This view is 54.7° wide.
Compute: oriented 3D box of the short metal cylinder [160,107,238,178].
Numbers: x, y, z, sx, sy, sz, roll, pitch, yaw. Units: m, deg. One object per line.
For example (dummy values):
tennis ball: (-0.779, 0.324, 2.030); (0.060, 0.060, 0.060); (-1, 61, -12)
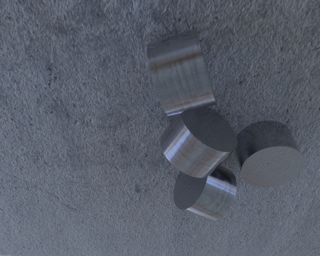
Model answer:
short metal cylinder: (0.048, 0.014, 0.383); (0.080, 0.080, 0.050); (22, 127, -18)

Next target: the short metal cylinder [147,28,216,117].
short metal cylinder: (0.024, -0.057, 0.323); (0.050, 0.080, 0.080); (-15, 129, 12)

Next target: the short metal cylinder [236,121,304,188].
short metal cylinder: (0.147, 0.036, 0.423); (0.081, 0.050, 0.079); (0, 130, 0)

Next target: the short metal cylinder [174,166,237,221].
short metal cylinder: (0.063, 0.086, 0.445); (0.050, 0.080, 0.080); (27, 125, -21)
